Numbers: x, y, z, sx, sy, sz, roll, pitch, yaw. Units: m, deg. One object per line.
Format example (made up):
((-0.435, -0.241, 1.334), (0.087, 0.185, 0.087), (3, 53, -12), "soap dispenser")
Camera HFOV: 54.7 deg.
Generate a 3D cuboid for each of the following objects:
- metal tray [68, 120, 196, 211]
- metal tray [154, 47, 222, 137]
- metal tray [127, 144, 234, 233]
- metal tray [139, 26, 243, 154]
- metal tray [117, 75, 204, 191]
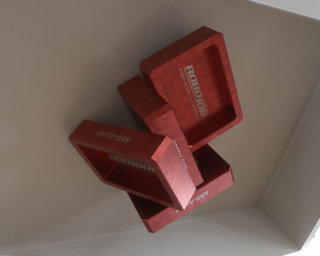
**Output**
((-0.033, 0.040, 0.349), (0.030, 0.130, 0.090), (-54, 136, -30), "metal tray")
((0.050, -0.041, 0.409), (0.090, 0.030, 0.129), (-29, 128, -8), "metal tray")
((0.021, 0.071, 0.422), (0.131, 0.090, 0.030), (-29, 129, -11), "metal tray")
((0.042, -0.040, 0.364), (0.090, 0.030, 0.130), (-32, 128, -8), "metal tray")
((0.002, 0.010, 0.372), (0.030, 0.090, 0.130), (-32, 129, -8), "metal tray")
